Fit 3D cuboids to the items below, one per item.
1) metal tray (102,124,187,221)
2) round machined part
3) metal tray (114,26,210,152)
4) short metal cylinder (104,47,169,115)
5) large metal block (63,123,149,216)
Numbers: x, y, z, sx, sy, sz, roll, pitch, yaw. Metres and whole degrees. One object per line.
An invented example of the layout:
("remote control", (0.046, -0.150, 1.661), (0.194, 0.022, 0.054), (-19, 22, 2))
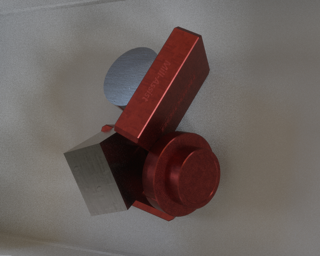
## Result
("metal tray", (-0.026, 0.056, 0.413), (0.130, 0.030, 0.089), (18, 96, 19))
("round machined part", (0.031, 0.054, 0.355), (0.042, 0.099, 0.097), (8, 93, 50))
("metal tray", (0.008, -0.036, 0.354), (0.030, 0.090, 0.130), (28, 84, 20))
("short metal cylinder", (-0.023, -0.053, 0.387), (0.080, 0.050, 0.080), (-13, 61, 26))
("large metal block", (-0.057, 0.047, 0.374), (0.050, 0.080, 0.080), (-16, 101, 25))
